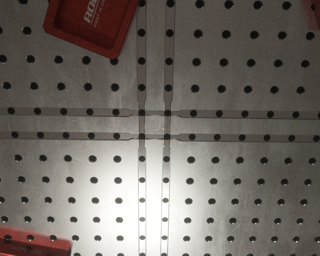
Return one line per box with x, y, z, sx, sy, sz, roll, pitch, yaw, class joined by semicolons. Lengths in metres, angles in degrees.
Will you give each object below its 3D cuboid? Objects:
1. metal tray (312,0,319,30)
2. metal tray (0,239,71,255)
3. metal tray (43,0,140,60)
0.241;-0.176;0.349;0.130;0.030;0.090;-24;109;8;metal tray
-0.216;0.229;0.492;0.131;0.030;0.089;13;110;-5;metal tray
-0.068;-0.155;0.352;0.090;0.030;0.129;21;109;-8;metal tray
